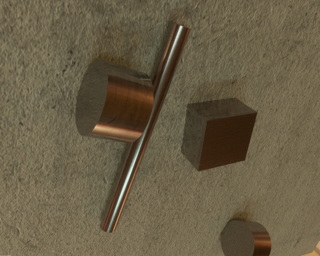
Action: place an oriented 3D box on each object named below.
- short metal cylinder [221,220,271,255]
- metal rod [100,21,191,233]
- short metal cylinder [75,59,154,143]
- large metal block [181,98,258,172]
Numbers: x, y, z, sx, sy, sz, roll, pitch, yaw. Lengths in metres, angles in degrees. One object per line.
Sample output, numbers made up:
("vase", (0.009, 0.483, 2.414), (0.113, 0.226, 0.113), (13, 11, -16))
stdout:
("short metal cylinder", (0.165, 0.221, 0.598), (0.050, 0.080, 0.080), (15, 111, -35))
("metal rod", (-0.026, 0.014, 0.401), (0.025, 0.025, 0.298), (7, 115, -32))
("short metal cylinder", (-0.050, -0.027, 0.327), (0.050, 0.080, 0.079), (12, 112, -34))
("large metal block", (0.081, 0.007, 0.440), (0.081, 0.050, 0.079), (-9, 123, -24))
